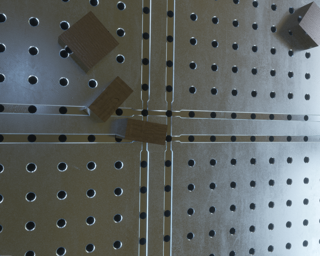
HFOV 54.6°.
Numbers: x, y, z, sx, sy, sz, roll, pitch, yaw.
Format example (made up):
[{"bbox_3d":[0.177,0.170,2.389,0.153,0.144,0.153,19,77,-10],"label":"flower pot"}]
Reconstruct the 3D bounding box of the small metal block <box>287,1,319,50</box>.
[{"bbox_3d":[0.243,-0.165,0.501,0.050,0.025,0.050,38,78,-16],"label":"small metal block"}]

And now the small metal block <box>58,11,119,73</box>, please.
[{"bbox_3d":[-0.087,-0.104,0.380,0.050,0.025,0.050,-45,104,-14],"label":"small metal block"}]

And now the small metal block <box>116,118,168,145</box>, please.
[{"bbox_3d":[-0.024,0.005,0.390,0.050,0.050,0.025,10,87,-20],"label":"small metal block"}]

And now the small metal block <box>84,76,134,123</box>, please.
[{"bbox_3d":[-0.064,-0.033,0.376,0.025,0.050,0.050,44,76,-15],"label":"small metal block"}]
